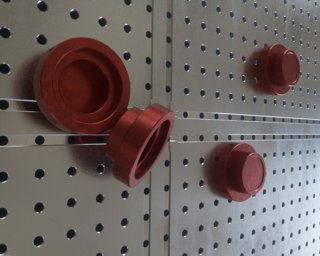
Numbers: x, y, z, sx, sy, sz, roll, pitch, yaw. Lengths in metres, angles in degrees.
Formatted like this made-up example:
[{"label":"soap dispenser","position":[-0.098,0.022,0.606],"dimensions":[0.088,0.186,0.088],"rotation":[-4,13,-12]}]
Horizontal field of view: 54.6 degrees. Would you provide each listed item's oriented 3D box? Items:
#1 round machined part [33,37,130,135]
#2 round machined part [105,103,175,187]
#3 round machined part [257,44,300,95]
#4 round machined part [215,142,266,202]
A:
[{"label":"round machined part","position":[-0.084,-0.042,0.327],"dimensions":[0.099,0.042,0.097],"rotation":[0,90,-40]},{"label":"round machined part","position":[-0.026,0.015,0.354],"dimensions":[0.098,0.042,0.098],"rotation":[-56,165,-23]},{"label":"round machined part","position":[0.230,-0.111,0.588],"dimensions":[0.099,0.042,0.097],"rotation":[0,90,-40]},{"label":"round machined part","position":[0.139,0.074,0.513],"dimensions":[0.099,0.042,0.097],"rotation":[0,90,-40]}]
